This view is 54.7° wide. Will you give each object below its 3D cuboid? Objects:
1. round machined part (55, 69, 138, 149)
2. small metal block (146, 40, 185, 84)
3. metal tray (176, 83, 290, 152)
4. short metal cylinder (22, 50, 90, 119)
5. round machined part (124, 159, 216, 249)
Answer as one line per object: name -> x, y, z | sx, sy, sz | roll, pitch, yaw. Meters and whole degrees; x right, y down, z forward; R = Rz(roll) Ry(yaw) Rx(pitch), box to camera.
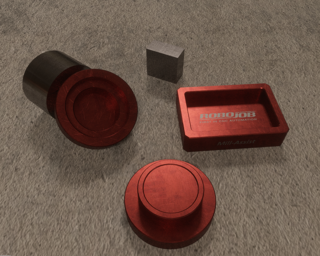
round machined part -> -0.081, -0.021, 0.390 | 0.099, 0.042, 0.098 | 5, 76, -21
small metal block -> 0.008, -0.100, 0.471 | 0.050, 0.050, 0.025 | 20, 53, 16
metal tray -> 0.091, -0.016, 0.414 | 0.131, 0.030, 0.090 | -3, 50, -4
short metal cylinder -> -0.131, -0.056, 0.412 | 0.050, 0.080, 0.080 | 32, 57, 26
round machined part -> 0.011, 0.073, 0.331 | 0.099, 0.042, 0.098 | 0, 50, 0
